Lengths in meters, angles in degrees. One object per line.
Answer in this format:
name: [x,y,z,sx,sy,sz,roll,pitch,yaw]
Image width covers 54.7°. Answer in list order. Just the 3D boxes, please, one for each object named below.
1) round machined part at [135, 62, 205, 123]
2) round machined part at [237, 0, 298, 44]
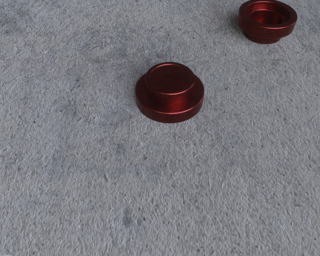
round machined part: [0.014,-0.057,0.440,0.099,0.042,0.098,0,50,0]
round machined part: [0.186,-0.185,0.549,0.099,0.042,0.098,0,50,0]
